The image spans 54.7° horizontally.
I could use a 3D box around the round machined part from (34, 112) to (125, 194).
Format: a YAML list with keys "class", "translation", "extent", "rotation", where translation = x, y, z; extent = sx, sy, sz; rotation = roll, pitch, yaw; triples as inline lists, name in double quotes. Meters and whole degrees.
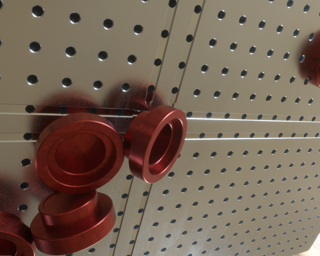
- class: "round machined part"
  translation: [-0.094, 0.025, 0.363]
  extent: [0.099, 0.042, 0.097]
  rotation: [-12, 122, -19]

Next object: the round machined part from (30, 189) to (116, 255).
- class: "round machined part"
  translation: [-0.106, 0.102, 0.373]
  extent: [0.099, 0.098, 0.042]
  rotation: [-17, 109, -19]

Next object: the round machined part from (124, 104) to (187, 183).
- class: "round machined part"
  translation: [-0.009, 0.016, 0.389]
  extent: [0.099, 0.042, 0.097]
  rotation: [-43, 145, -40]

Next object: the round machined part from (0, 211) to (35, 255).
- class: "round machined part"
  translation: [-0.199, 0.137, 0.368]
  extent: [0.099, 0.042, 0.097]
  rotation: [-7, 124, -10]

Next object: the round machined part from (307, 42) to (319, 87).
- class: "round machined part"
  translation: [0.291, -0.105, 0.497]
  extent: [0.099, 0.042, 0.097]
  rotation: [-14, 125, -21]
